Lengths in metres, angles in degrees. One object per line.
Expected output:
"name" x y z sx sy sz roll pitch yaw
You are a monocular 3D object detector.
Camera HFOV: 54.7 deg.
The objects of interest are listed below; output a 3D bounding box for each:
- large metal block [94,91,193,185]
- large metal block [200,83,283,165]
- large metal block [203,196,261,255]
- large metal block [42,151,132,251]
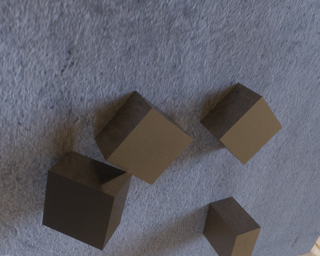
"large metal block" -0.020 0.014 0.390 0.080 0.050 0.080 -49 129 6
"large metal block" 0.120 -0.005 0.456 0.080 0.050 0.080 -46 130 4
"large metal block" 0.126 0.185 0.558 0.050 0.080 0.079 -9 122 -24
"large metal block" -0.087 0.085 0.370 0.080 0.050 0.079 20 115 9
